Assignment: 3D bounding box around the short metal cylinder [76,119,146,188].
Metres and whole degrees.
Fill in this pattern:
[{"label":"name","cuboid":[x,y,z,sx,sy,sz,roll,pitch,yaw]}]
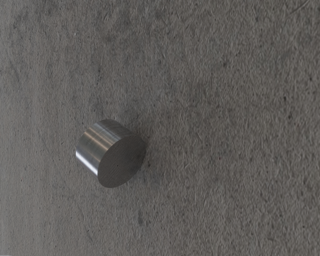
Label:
[{"label":"short metal cylinder","cuboid":[-0.066,0.035,0.425,0.050,0.081,0.080,33,110,35]}]
